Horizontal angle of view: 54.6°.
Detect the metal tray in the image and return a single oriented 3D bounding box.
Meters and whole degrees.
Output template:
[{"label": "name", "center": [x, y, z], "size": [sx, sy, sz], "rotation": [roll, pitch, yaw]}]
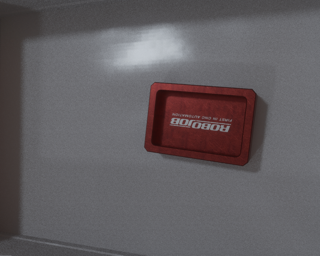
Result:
[{"label": "metal tray", "center": [0.050, -0.007, 0.390], "size": [0.130, 0.030, 0.090], "rotation": [7, 92, 19]}]
